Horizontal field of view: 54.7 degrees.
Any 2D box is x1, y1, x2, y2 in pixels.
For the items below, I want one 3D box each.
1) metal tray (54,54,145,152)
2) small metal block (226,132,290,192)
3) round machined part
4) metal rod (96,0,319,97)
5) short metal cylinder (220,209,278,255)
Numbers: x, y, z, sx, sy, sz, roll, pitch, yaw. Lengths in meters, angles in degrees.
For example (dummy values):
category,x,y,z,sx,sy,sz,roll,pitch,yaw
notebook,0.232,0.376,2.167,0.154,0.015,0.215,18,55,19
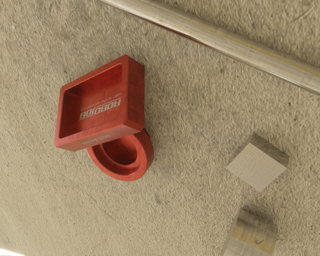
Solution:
category,x,y,z,sx,sy,sz,roll,pitch,yaw
metal tray,-0.078,-0.027,0.392,0.130,0.090,0.030,-17,154,34
small metal block,0.116,0.041,0.371,0.050,0.025,0.050,35,129,4
round machined part,-0.052,0.024,0.438,0.098,0.042,0.097,13,124,20
metal rod,0.027,-0.108,0.325,0.301,0.025,0.025,27,128,11
short metal cylinder,0.114,0.153,0.406,0.050,0.080,0.079,22,127,15
